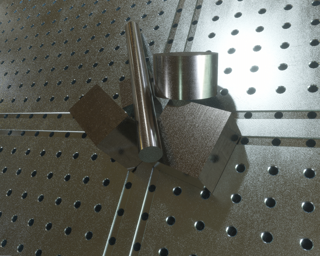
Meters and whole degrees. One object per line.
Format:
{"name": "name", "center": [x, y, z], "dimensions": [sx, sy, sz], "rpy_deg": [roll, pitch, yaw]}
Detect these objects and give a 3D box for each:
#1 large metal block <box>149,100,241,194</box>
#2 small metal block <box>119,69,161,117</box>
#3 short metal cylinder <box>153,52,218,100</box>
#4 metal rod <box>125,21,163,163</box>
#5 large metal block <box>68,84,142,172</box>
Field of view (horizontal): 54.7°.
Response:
{"name": "large metal block", "center": [0.036, 0.018, 0.361], "dimensions": [0.080, 0.050, 0.080], "rpy_deg": [19, 72, 35]}
{"name": "small metal block", "center": [-0.030, -0.051, 0.454], "dimensions": [0.050, 0.025, 0.050], "rpy_deg": [-22, 54, 14]}
{"name": "short metal cylinder", "center": [0.032, -0.068, 0.388], "dimensions": [0.080, 0.081, 0.050], "rpy_deg": [9, 110, 32]}
{"name": "metal rod", "center": [-0.029, -0.073, 0.428], "dimensions": [0.025, 0.025, 0.300], "rpy_deg": [-25, 41, 13]}
{"name": "large metal block", "center": [-0.060, 0.000, 0.402], "dimensions": [0.050, 0.080, 0.080], "rpy_deg": [-45, 51, -3]}
